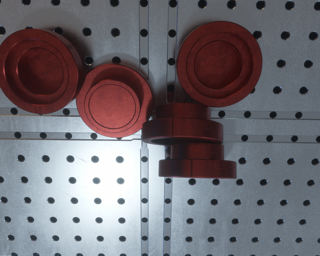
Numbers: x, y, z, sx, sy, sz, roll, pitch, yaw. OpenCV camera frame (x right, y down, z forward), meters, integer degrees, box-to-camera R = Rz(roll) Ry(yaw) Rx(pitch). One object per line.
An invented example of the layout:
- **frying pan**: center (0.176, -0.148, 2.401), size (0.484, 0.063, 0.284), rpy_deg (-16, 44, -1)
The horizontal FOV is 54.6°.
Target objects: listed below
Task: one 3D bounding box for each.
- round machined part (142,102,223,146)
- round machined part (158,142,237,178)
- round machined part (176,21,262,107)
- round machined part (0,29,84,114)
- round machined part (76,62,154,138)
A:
- **round machined part**: center (0.028, -0.003, 0.381), size (0.099, 0.098, 0.042), rpy_deg (2, 80, -1)
- **round machined part**: center (0.048, 0.043, 0.398), size (0.099, 0.098, 0.042), rpy_deg (2, 81, -1)
- **round machined part**: center (0.068, -0.077, 0.374), size (0.099, 0.042, 0.097), rpy_deg (0, 106, -1)
- **round machined part**: center (-0.140, -0.069, 0.374), size (0.098, 0.042, 0.097), rpy_deg (1, 107, 5)
- **round machined part**: center (-0.057, -0.032, 0.392), size (0.099, 0.042, 0.097), rpy_deg (0, 110, 0)
